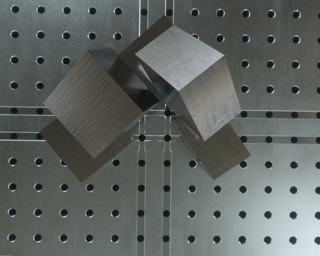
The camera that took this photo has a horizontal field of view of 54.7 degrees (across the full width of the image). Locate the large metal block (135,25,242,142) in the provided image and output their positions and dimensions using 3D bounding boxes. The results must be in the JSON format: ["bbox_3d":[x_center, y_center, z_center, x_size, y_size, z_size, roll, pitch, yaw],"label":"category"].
[{"bbox_3d":[0.030,-0.046,0.315,0.050,0.080,0.080,-39,48,-5],"label":"large metal block"}]

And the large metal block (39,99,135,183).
[{"bbox_3d":[-0.090,0.011,0.399,0.080,0.050,0.080,-39,91,0],"label":"large metal block"}]

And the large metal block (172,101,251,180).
[{"bbox_3d":[0.058,0.011,0.385,0.050,0.080,0.080,-34,90,0],"label":"large metal block"}]

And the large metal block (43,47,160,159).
[{"bbox_3d":[-0.062,-0.028,0.334,0.080,0.050,0.080,-42,91,25],"label":"large metal block"}]

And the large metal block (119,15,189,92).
[{"bbox_3d":[-0.009,-0.082,0.384,0.080,0.080,0.050,-41,91,0],"label":"large metal block"}]
